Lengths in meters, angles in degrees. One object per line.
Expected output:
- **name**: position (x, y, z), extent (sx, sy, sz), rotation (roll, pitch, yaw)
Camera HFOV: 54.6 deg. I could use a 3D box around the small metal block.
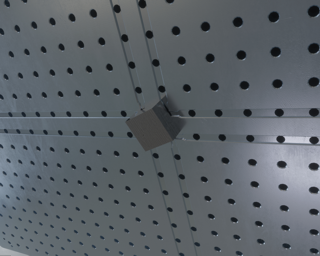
- **small metal block**: position (-0.010, -0.002, 0.416), extent (0.050, 0.025, 0.050), rotation (-24, 106, 36)
